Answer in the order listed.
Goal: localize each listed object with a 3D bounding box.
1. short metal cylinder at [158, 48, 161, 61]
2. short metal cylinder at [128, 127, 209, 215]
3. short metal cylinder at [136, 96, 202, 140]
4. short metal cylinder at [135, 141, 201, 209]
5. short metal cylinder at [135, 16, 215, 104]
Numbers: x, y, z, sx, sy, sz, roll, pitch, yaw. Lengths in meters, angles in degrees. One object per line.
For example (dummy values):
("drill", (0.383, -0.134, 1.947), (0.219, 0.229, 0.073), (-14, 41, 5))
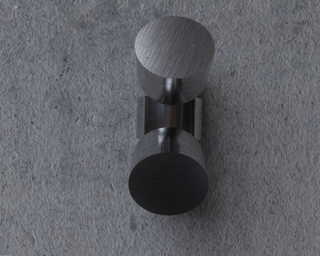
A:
("short metal cylinder", (0.012, -0.077, 0.399), (0.081, 0.050, 0.080), (0, 90, 0))
("short metal cylinder", (0.009, 0.046, 0.332), (0.080, 0.050, 0.079), (0, 118, 1))
("short metal cylinder", (0.012, -0.011, 0.384), (0.081, 0.080, 0.050), (2, 90, 0))
("short metal cylinder", (0.010, 0.058, 0.399), (0.081, 0.050, 0.080), (0, 90, 0))
("short metal cylinder", (0.015, -0.072, 0.334), (0.081, 0.050, 0.080), (1, 65, -1))
